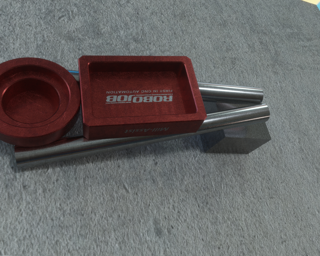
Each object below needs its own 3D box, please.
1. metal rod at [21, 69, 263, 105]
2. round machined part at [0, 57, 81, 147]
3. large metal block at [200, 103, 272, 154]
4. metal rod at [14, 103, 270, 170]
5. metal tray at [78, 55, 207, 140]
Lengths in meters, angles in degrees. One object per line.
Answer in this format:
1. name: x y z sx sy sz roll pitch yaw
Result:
1. metal rod: -0.013 -0.051 0.389 0.302 0.025 0.025 3 60 -12
2. round machined part: -0.136 -0.024 0.329 0.099 0.042 0.098 7 60 -13
3. large metal block: 0.103 -0.010 0.451 0.081 0.050 0.080 4 60 -27
4. metal rod: -0.003 0.005 0.361 0.303 0.025 0.025 -10 67 -19
5. metal tray: -0.022 -0.037 0.348 0.131 0.030 0.090 -3 63 -16
